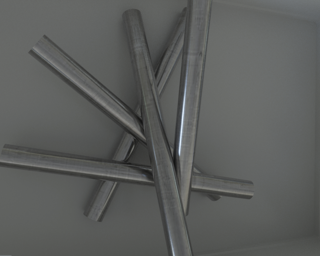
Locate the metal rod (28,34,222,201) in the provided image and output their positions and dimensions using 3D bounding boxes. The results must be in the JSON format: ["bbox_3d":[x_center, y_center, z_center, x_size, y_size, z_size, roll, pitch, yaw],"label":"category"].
[{"bbox_3d":[-0.021,0.004,0.375,0.300,0.025,0.025,41,77,-26],"label":"metal rod"}]

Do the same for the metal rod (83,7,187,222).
[{"bbox_3d":[-0.020,-0.024,0.403,0.025,0.025,0.299,28,81,-18],"label":"metal rod"}]

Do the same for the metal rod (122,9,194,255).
[{"bbox_3d":[-0.007,-0.005,0.355,0.025,0.025,0.299,-6,72,-20],"label":"metal rod"}]

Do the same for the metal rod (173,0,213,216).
[{"bbox_3d":[0.033,-0.045,0.332,0.025,0.025,0.298,0,104,-20],"label":"metal rod"}]

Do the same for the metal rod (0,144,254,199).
[{"bbox_3d":[-0.024,0.056,0.371,0.302,0.025,0.025,11,87,-16],"label":"metal rod"}]
